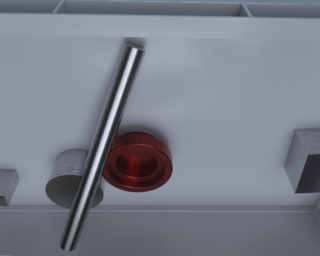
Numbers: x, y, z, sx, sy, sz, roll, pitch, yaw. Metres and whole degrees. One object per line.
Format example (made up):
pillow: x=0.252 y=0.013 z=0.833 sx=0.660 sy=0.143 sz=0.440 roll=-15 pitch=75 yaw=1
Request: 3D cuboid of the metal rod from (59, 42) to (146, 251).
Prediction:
metal rod: x=-0.079 y=0.039 z=0.390 sx=0.025 sy=0.025 sz=0.298 roll=17 pitch=113 yaw=-14

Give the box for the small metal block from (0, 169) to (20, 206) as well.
small metal block: x=-0.247 y=0.088 z=0.464 sx=0.050 sy=0.050 sz=0.025 roll=4 pitch=130 yaw=-4

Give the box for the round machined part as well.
round machined part: x=-0.032 y=0.043 z=0.435 sx=0.099 sy=0.042 sz=0.097 roll=-1 pitch=130 yaw=0

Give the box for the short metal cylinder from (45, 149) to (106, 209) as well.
short metal cylinder: x=-0.120 y=0.076 z=0.456 sx=0.081 sy=0.050 sz=0.079 roll=0 pitch=130 yaw=0

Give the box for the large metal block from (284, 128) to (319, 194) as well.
large metal block: x=0.230 y=0.046 z=0.435 sx=0.080 sy=0.050 sz=0.079 roll=-3 pitch=130 yaw=2
